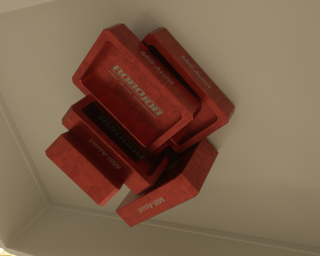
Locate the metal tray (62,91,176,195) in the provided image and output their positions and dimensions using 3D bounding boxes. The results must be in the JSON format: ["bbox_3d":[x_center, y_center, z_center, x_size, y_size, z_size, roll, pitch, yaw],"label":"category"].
[{"bbox_3d":[-0.045,0.009,0.391,0.130,0.090,0.030,45,129,-3],"label":"metal tray"}]

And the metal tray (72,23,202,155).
[{"bbox_3d":[-0.029,-0.040,0.353,0.130,0.030,0.090,45,129,-3],"label":"metal tray"}]

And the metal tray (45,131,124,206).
[{"bbox_3d":[-0.083,0.039,0.406,0.090,0.130,0.030,45,99,-3],"label":"metal tray"}]

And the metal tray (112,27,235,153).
[{"bbox_3d":[0.013,-0.041,0.372,0.130,0.030,0.090,48,130,-5],"label":"metal tray"}]

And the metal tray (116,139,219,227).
[{"bbox_3d":[0.008,0.070,0.402,0.030,0.090,0.129,49,128,-6],"label":"metal tray"}]
